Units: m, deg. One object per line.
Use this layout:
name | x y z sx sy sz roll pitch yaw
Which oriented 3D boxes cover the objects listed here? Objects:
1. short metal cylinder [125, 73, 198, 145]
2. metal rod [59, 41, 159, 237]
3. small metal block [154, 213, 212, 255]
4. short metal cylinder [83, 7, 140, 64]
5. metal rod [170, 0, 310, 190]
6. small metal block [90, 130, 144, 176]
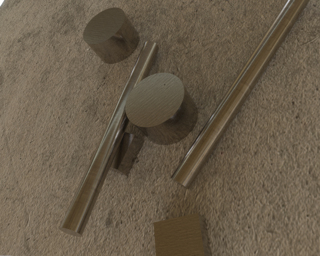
short metal cylinder | 0.003 -0.024 0.401 0.080 0.050 0.080 -13 56 21
metal rod | -0.054 -0.009 0.407 0.025 0.025 0.300 -1 51 27
small metal block | 0.023 0.120 0.318 0.050 0.025 0.050 -18 55 18
short metal cylinder | -0.082 -0.157 0.527 0.080 0.050 0.080 -13 56 21
metal rod | 0.106 -0.057 0.383 0.025 0.025 0.300 26 76 37
small metal block | -0.058 0.031 0.415 0.050 0.025 0.050 13 68 33
